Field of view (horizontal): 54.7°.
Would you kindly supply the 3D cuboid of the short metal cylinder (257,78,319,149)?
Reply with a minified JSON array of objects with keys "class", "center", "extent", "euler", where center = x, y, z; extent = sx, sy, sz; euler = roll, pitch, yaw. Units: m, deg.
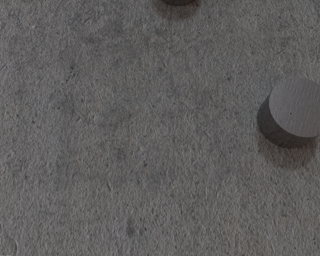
[{"class":"short metal cylinder","center":[0.174,-0.018,0.402],"extent":[0.081,0.050,0.080],"euler":[0,70,0]}]

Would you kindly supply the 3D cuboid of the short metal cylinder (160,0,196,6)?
[{"class":"short metal cylinder","center":[0.029,-0.239,0.482],"extent":[0.081,0.050,0.080],"euler":[0,70,0]}]
